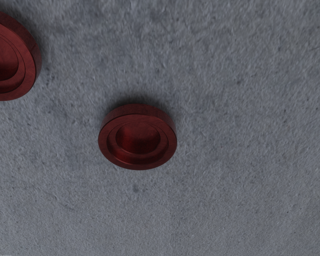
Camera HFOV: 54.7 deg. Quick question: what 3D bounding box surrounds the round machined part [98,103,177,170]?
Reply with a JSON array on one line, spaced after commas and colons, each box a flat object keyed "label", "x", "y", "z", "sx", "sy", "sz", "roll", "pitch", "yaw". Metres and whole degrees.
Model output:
[{"label": "round machined part", "x": -0.028, "y": 0.007, "z": 0.402, "sx": 0.099, "sy": 0.042, "sz": 0.097, "roll": -1, "pitch": 130, "yaw": 0}]

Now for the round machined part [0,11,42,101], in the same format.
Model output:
[{"label": "round machined part", "x": -0.175, "y": -0.080, "z": 0.326, "sx": 0.099, "sy": 0.042, "sz": 0.097, "roll": -1, "pitch": 130, "yaw": 0}]
